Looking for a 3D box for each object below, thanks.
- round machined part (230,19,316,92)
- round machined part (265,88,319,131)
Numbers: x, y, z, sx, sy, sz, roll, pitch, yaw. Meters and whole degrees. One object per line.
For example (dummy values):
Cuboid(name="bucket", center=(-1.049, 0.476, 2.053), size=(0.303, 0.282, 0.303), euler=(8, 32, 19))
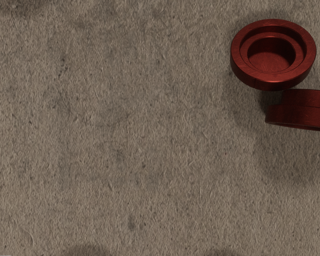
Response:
Cuboid(name="round machined part", center=(0.139, -0.086, 0.390), size=(0.098, 0.042, 0.098), euler=(-4, 63, 8))
Cuboid(name="round machined part", center=(0.182, -0.021, 0.376), size=(0.099, 0.098, 0.042), euler=(8, 90, -1))
